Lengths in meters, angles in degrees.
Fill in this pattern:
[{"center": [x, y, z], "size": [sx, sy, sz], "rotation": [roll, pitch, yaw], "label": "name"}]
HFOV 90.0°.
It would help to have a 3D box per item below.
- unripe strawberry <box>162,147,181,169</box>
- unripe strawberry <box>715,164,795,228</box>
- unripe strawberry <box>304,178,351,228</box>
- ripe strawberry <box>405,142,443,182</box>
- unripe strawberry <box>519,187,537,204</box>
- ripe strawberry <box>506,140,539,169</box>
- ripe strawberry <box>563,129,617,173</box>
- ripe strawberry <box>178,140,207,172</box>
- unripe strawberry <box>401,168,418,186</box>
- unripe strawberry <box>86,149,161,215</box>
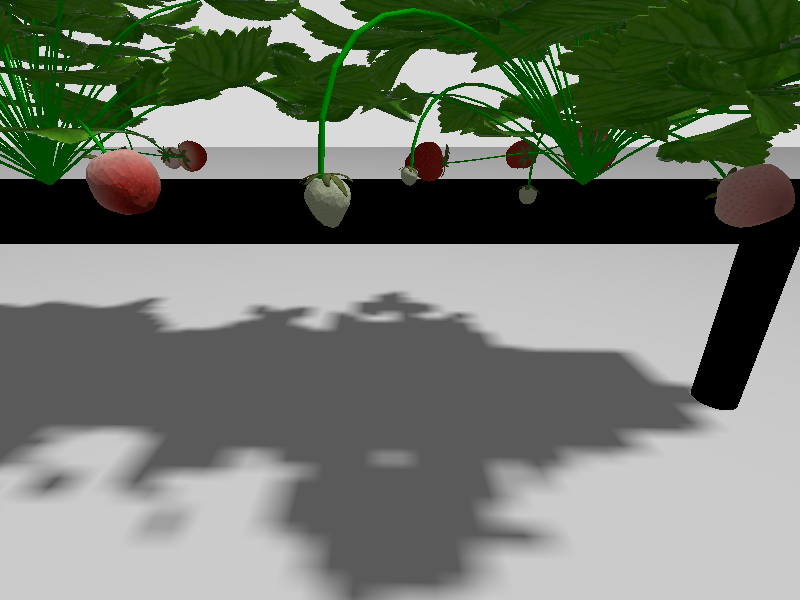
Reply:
[{"center": [-0.285, -0.178, 0.505], "size": [0.025, 0.026, 0.027], "rotation": [1, 5, 3], "label": "unripe strawberry"}, {"center": [0.157, -0.045, 0.176], "size": [0.026, 0.028, 0.029], "rotation": [0, 26, -1], "label": "unripe strawberry"}, {"center": [-0.031, -0.042, 0.174], "size": [0.021, 0.022, 0.020], "rotation": [-19, 29, -39], "label": "unripe strawberry"}, {"center": [0.021, -0.121, 0.352], "size": [0.034, 0.033, 0.037], "rotation": [3, 22, 8], "label": "ripe strawberry"}, {"center": [0.075, -0.061, 0.235], "size": [0.011, 0.010, 0.010], "rotation": [15, 27, 33], "label": "unripe strawberry"}, {"center": [0.147, -0.177, 0.487], "size": [0.038, 0.033, 0.038], "rotation": [-1, 22, -2], "label": "ripe strawberry"}, {"center": [0.191, -0.149, 0.403], "size": [0.051, 0.045, 0.046], "rotation": [10, 24, 22], "label": "ripe strawberry"}, {"center": [-0.235, -0.164, 0.456], "size": [0.029, 0.033, 0.032], "rotation": [10, 24, 22], "label": "ripe strawberry"}, {"center": [0.005, -0.069, 0.223], "size": [0.010, 0.010, 0.009], "rotation": [-17, 28, -35], "label": "unripe strawberry"}, {"center": [-0.137, -0.057, 0.202], "size": [0.034, 0.033, 0.032], "rotation": [42, 41, 24], "label": "unripe strawberry"}]
